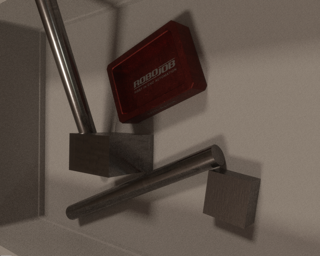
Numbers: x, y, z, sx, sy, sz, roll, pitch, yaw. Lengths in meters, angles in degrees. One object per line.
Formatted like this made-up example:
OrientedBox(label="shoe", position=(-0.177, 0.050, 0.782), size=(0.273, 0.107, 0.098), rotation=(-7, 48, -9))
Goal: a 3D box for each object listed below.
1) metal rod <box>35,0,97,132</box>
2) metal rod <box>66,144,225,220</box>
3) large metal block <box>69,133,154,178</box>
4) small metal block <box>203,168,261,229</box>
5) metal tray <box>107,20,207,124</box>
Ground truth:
OrientedBox(label="metal rod", position=(-0.123, -0.070, 0.423), size=(0.025, 0.025, 0.298), rotation=(11, 123, 39))
OrientedBox(label="metal rod", position=(-0.041, 0.087, 0.438), size=(0.299, 0.025, 0.025), rotation=(-28, 73, 36))
OrientedBox(label="large metal block", position=(-0.066, 0.033, 0.423), size=(0.080, 0.081, 0.050), rotation=(2, 92, 39))
OrientedBox(label="small metal block", position=(0.078, 0.075, 0.341), size=(0.050, 0.025, 0.050), rotation=(11, 97, 39))
OrientedBox(label="metal tray", position=(-0.010, -0.068, 0.409), size=(0.130, 0.030, 0.090), rotation=(-24, 75, 37))
